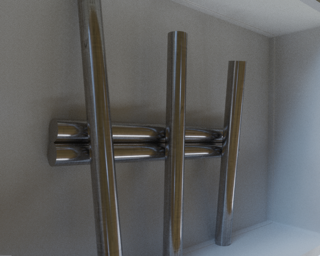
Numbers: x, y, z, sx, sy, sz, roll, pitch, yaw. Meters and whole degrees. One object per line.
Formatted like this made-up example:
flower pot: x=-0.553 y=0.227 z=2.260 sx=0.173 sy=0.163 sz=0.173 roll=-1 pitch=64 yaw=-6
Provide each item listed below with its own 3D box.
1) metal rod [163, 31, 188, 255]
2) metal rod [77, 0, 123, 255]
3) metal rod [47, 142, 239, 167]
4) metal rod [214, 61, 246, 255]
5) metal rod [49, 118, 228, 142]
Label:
metal rod: x=0.019 y=0.030 z=0.391 sx=0.025 sy=0.025 sz=0.298 roll=2 pitch=89 yaw=-40
metal rod: x=-0.064 y=-0.013 z=0.322 sx=0.025 sy=0.025 sz=0.298 roll=-1 pitch=83 yaw=-40
metal rod: x=0.006 y=0.031 z=0.412 sx=0.302 sy=0.025 sz=0.025 roll=2 pitch=89 yaw=-40
metal rod: x=0.104 y=0.052 z=0.466 sx=0.025 sy=0.025 sz=0.298 roll=-5 pitch=102 yaw=-40
metal rod: x=0.007 y=0.007 z=0.413 sx=0.302 sy=0.025 sz=0.025 roll=2 pitch=89 yaw=-40
